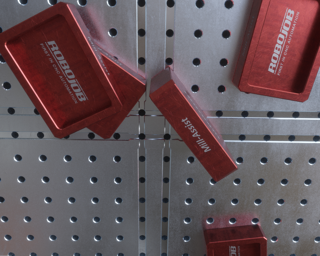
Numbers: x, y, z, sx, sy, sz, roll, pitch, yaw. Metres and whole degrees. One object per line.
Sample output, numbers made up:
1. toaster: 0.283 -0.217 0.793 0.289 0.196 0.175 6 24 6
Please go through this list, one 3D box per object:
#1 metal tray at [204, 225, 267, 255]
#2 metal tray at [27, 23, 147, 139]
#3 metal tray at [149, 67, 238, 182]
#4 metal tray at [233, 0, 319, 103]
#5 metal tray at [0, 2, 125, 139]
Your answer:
1. metal tray: 0.121 0.220 0.493 0.091 0.030 0.129 -7 110 2
2. metal tray: -0.093 -0.057 0.388 0.130 0.030 0.090 35 106 -13
3. metal tray: 0.039 -0.007 0.376 0.030 0.090 0.130 -35 107 12
4. metal tray: 0.150 -0.103 0.374 0.091 0.030 0.129 9 110 -4
5. metal tray: -0.109 -0.063 0.353 0.090 0.030 0.129 -24 109 8
